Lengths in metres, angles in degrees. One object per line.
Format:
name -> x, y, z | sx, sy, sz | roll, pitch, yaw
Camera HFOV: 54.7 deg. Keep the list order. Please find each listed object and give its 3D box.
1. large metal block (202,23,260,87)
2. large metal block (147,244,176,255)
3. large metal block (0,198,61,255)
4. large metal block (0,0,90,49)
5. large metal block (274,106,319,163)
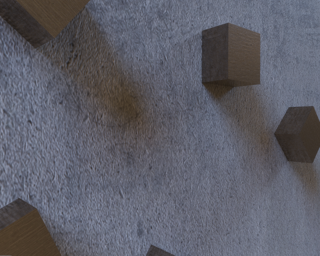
large metal block -> 0.111, -0.109, 0.481 | 0.081, 0.050, 0.080 | 0, 90, -40
large metal block -> 0.013, 0.210, 0.400 | 0.080, 0.050, 0.080 | 41, 65, -33
large metal block -> -0.138, 0.122, 0.273 | 0.081, 0.050, 0.080 | -32, 110, -36
large metal block -> -0.115, -0.136, 0.292 | 0.080, 0.050, 0.080 | 46, 62, -30
large metal block -> 0.284, 0.013, 0.626 | 0.080, 0.050, 0.080 | -51, 120, -28
